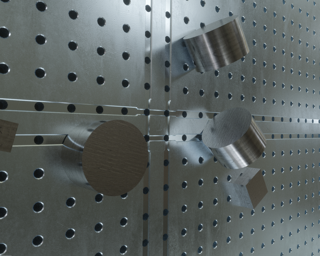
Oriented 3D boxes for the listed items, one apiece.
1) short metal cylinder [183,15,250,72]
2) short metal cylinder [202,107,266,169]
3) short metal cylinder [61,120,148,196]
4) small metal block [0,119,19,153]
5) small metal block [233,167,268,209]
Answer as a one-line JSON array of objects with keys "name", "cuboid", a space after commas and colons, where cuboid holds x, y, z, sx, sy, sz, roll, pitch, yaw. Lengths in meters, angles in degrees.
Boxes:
[{"name": "short metal cylinder", "cuboid": [0.080, -0.119, 0.440, 0.080, 0.080, 0.050, -39, 114, -33]}, {"name": "short metal cylinder", "cuboid": [0.111, 0.015, 0.466, 0.050, 0.080, 0.080, 49, 61, -29]}, {"name": "short metal cylinder", "cuboid": [-0.060, 0.031, 0.342, 0.081, 0.050, 0.079, 0, 90, -40]}, {"name": "small metal block", "cuboid": [-0.156, 0.002, 0.262, 0.050, 0.050, 0.025, 18, 79, -39]}, {"name": "small metal block", "cuboid": [0.160, 0.105, 0.544, 0.050, 0.025, 0.050, -35, 112, -34]}]
